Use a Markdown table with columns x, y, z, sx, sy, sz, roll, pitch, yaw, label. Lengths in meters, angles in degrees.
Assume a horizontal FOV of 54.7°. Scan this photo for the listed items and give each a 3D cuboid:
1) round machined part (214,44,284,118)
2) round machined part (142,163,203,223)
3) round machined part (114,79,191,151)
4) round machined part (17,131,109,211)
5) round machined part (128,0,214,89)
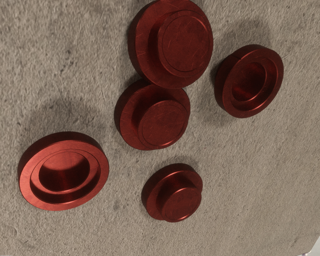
| x | y | z | sx | sy | sz | roll | pitch | yaw | label |
| --- | --- | --- | --- | --- | --- | --- | --- | --- | --- |
| 0.114 | -0.066 | 0.420 | 0.099 | 0.042 | 0.097 | -14 | 125 | -21 | round machined part |
| 0.025 | 0.106 | 0.477 | 0.099 | 0.042 | 0.097 | -14 | 125 | -21 | round machined part |
| -0.004 | -0.012 | 0.388 | 0.099 | 0.042 | 0.097 | -14 | 125 | -21 | round machined part |
| -0.113 | 0.046 | 0.363 | 0.099 | 0.042 | 0.097 | -14 | 125 | -21 | round machined part |
| 0.018 | -0.091 | 0.336 | 0.099 | 0.042 | 0.097 | -7 | 106 | -26 | round machined part |
